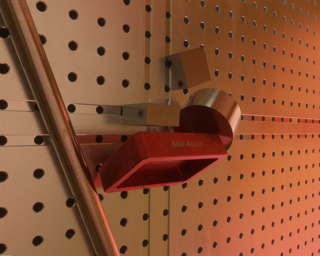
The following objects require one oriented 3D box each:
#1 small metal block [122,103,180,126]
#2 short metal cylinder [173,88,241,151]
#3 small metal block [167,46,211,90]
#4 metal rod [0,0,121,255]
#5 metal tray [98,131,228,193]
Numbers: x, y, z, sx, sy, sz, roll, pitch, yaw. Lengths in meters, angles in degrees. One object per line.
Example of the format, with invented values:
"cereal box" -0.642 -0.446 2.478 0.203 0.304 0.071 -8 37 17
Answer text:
"small metal block" -0.012 -0.015 0.383 0.050 0.050 0.025 3 88 -40
"short metal cylinder" 0.064 -0.007 0.419 0.080 0.080 0.050 64 36 -21
"small metal block" 0.043 -0.086 0.444 0.050 0.025 0.050 -25 106 -37
"metal rod" -0.098 0.019 0.326 0.025 0.025 0.298 -27 107 -37
"metal tray" 0.005 0.041 0.369 0.131 0.090 0.030 2 57 -40
